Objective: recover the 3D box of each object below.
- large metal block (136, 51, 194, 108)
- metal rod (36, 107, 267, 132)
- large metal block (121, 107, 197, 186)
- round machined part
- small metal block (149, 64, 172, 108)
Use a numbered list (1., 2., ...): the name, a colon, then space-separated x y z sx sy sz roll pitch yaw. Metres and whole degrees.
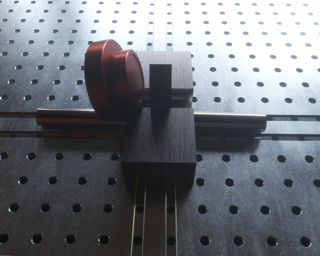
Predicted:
1. large metal block: 0.004 -0.066 0.447 0.081 0.050 0.080 1 50 0
2. metal rod: -0.012 -0.011 0.417 0.302 0.025 0.025 2 50 1
3. large metal block: 0.000 0.022 0.373 0.080 0.050 0.080 1 50 1
4. round machined part: -0.048 -0.057 0.370 0.042 0.098 0.098 -6 49 14
5. small metal block: 0.001 -0.050 0.376 0.025 0.050 0.050 1 6 0
